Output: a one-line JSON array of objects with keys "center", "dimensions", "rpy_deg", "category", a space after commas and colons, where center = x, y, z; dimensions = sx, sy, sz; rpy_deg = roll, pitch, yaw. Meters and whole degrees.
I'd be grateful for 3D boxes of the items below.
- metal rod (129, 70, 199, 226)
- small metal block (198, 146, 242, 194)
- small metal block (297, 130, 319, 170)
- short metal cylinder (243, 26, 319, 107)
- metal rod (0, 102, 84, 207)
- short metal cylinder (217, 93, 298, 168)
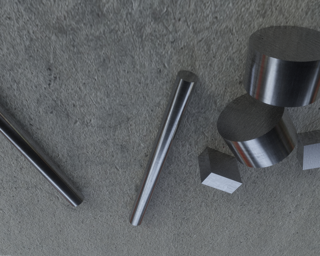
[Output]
[{"center": [-0.005, 0.050, 0.449], "dimensions": [0.025, 0.025, 0.298], "rpy_deg": [11, 129, -10], "category": "metal rod"}, {"center": [0.085, 0.060, 0.442], "dimensions": [0.050, 0.050, 0.025], "rpy_deg": [21, 127, -17], "category": "small metal block"}, {"center": [0.223, 0.029, 0.434], "dimensions": [0.050, 0.025, 0.050], "rpy_deg": [-11, 129, 9], "category": "small metal block"}, {"center": [0.129, -0.065, 0.317], "dimensions": [0.080, 0.080, 0.050], "rpy_deg": [-2, 130, 2], "category": "short metal cylinder"}, {"center": [-0.190, 0.012, 0.415], "dimensions": [0.025, 0.025, 0.299], "rpy_deg": [-17, 128, 14], "category": "metal rod"}, {"center": [0.116, 0.001, 0.373], "dimensions": [0.080, 0.080, 0.050], "rpy_deg": [-25, 126, 20], "category": "short metal cylinder"}]
